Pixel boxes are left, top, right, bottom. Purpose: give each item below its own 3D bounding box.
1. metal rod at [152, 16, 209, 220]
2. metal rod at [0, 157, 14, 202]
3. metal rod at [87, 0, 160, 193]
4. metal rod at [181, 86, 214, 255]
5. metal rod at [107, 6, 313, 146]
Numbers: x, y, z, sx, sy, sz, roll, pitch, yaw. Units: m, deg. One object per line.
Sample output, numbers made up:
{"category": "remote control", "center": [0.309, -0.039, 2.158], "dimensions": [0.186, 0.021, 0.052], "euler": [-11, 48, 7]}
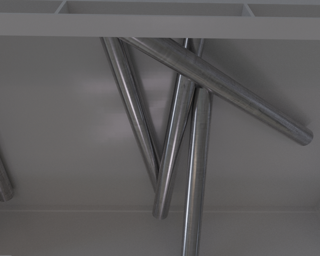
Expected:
{"category": "metal rod", "center": [0.019, 0.011, 0.399], "dimensions": [0.025, 0.025, 0.298], "euler": [5, 124, -5]}
{"category": "metal rod", "center": [-0.240, -0.005, 0.402], "dimensions": [0.025, 0.025, 0.298], "euler": [2, 130, -2]}
{"category": "metal rod", "center": [-0.028, -0.014, 0.396], "dimensions": [0.025, 0.025, 0.299], "euler": [-9, 130, 7]}
{"category": "metal rod", "center": [0.045, 0.095, 0.408], "dimensions": [0.025, 0.025, 0.298], "euler": [2, 105, -2]}
{"category": "metal rod", "center": [0.079, -0.041, 0.346], "dimensions": [0.302, 0.025, 0.025], "euler": [25, 126, -30]}
